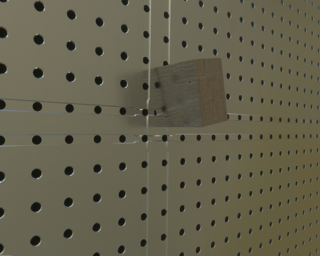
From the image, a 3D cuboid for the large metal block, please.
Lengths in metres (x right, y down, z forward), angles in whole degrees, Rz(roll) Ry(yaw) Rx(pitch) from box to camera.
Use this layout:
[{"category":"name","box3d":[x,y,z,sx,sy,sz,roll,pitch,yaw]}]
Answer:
[{"category":"large metal block","box3d":[0.037,-0.045,0.406,0.050,0.080,0.079,-13,99,-40]}]
